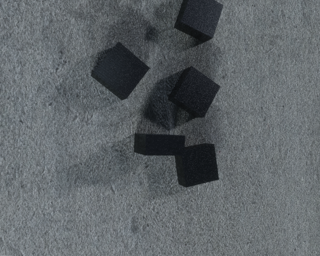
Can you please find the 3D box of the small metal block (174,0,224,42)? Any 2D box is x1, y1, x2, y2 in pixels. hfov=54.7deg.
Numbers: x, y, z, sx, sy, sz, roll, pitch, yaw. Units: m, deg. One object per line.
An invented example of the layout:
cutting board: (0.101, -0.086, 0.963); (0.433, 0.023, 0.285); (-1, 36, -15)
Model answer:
small metal block: (0.053, -0.154, 0.428); (0.050, 0.025, 0.050); (20, 83, -19)

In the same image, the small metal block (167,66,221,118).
small metal block: (0.047, -0.048, 0.426); (0.050, 0.025, 0.050); (32, 80, -17)

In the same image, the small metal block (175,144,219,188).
small metal block: (0.050, 0.050, 0.427); (0.050, 0.025, 0.050); (-9, 93, -20)

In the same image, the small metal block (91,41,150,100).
small metal block: (-0.050, -0.071, 0.390); (0.050, 0.025, 0.050); (39, 78, -16)

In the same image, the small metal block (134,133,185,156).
small metal block: (-0.002, 0.021, 0.395); (0.050, 0.050, 0.025); (2, 90, -20)
